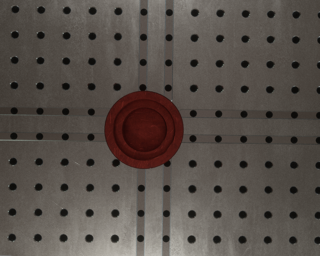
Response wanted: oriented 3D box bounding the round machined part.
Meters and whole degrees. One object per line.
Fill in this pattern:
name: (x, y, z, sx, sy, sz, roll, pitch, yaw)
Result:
round machined part: (-0.020, 0.002, 0.405, 0.099, 0.042, 0.097, 0, 90, -1)
